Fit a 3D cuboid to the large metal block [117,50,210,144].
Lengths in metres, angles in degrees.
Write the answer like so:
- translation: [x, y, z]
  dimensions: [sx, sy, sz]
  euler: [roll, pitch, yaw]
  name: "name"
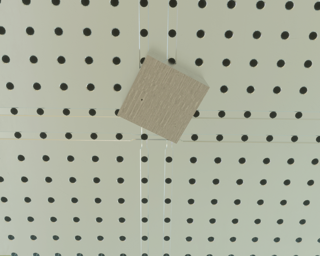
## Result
- translation: [0.003, -0.040, 0.385]
  dimensions: [0.080, 0.050, 0.080]
  euler: [26, 108, -9]
  name: "large metal block"
